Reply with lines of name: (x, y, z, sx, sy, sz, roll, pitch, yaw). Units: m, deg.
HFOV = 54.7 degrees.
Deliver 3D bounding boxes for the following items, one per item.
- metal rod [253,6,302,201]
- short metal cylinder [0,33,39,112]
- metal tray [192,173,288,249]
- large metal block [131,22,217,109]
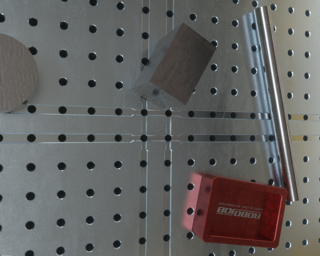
metal rod: (0.182, -0.034, 0.479, 0.025, 0.025, 0.298, -13, 94, -20)
short metal cylinder: (-0.175, -0.057, 0.335, 0.081, 0.050, 0.080, 0, 90, -20)
metal tray: (0.119, 0.122, 0.453, 0.131, 0.030, 0.090, 13, 86, -20)
large metal block: (0.014, -0.073, 0.388, 0.050, 0.080, 0.080, 32, 80, -17)
